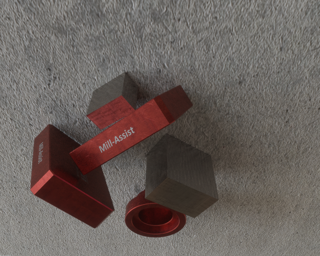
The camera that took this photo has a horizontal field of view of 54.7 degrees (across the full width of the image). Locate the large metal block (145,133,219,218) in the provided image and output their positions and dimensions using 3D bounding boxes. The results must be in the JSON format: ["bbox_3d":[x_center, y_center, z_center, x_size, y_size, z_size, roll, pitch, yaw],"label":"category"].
[{"bbox_3d":[0.028,0.065,0.427,0.080,0.080,0.050,27,125,-21],"label":"large metal block"}]

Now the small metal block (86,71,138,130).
[{"bbox_3d":[-0.055,-0.032,0.363,0.050,0.050,0.025,-27,125,21],"label":"small metal block"}]

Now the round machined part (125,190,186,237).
[{"bbox_3d":[-0.007,0.136,0.512,0.099,0.042,0.097,0,130,0],"label":"round machined part"}]

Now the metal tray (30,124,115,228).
[{"bbox_3d":[-0.110,0.054,0.382,0.030,0.130,0.090,-46,120,4],"label":"metal tray"}]

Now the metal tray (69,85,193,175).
[{"bbox_3d":[-0.031,0.001,0.363,0.130,0.090,0.030,-31,93,23],"label":"metal tray"}]
